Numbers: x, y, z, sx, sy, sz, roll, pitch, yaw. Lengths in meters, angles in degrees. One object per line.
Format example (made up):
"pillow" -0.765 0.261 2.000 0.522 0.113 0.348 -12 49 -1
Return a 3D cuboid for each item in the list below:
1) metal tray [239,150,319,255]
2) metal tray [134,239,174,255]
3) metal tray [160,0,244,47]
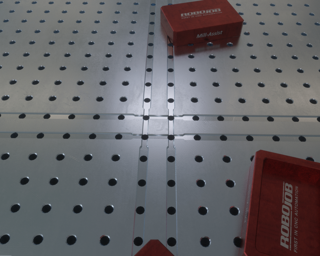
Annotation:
"metal tray" 0.139 0.091 0.328 0.090 0.030 0.130 13 51 10
"metal tray" 0.009 0.172 0.260 0.130 0.030 0.090 37 59 27
"metal tray" 0.075 -0.198 0.571 0.131 0.030 0.090 -12 51 -10
